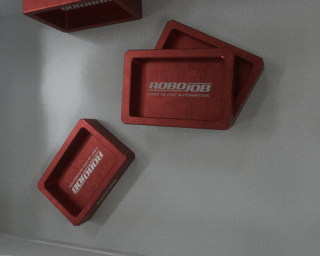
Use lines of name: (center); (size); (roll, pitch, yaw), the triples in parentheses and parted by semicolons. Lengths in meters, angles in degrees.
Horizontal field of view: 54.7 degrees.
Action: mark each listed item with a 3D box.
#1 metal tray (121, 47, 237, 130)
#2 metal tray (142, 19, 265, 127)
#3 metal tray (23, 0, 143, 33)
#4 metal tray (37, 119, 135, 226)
metal tray: (0.021, -0.046, 0.367); (0.130, 0.030, 0.089); (4, 91, 19)
metal tray: (0.051, -0.068, 0.389); (0.130, 0.030, 0.090); (29, 99, 17)
metal tray: (-0.100, -0.163, 0.411); (0.130, 0.090, 0.030); (-3, 89, 20)
metal tray: (-0.108, 0.062, 0.445); (0.090, 0.030, 0.130); (39, 102, 15)
